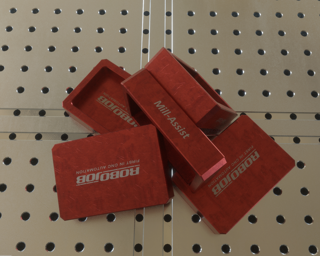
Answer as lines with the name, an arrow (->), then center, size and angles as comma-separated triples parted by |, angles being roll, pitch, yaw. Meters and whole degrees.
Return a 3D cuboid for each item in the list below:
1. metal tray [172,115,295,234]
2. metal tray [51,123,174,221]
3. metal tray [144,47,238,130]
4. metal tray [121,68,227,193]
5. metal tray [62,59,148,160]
metal tray -> 0.090, 0.056, 0.388 | 0.130, 0.030, 0.090 | -39, 75, -14
metal tray -> -0.056, 0.052, 0.364 | 0.131, 0.030, 0.090 | -12, 81, 10
metal tray -> 0.043, -0.041, 0.372 | 0.030, 0.130, 0.090 | -45, 74, 15
metal tray -> 0.011, 0.006, 0.343 | 0.030, 0.090, 0.130 | -37, 75, -12
metal tray -> -0.051, -0.024, 0.417 | 0.130, 0.030, 0.090 | 34, 73, 11
